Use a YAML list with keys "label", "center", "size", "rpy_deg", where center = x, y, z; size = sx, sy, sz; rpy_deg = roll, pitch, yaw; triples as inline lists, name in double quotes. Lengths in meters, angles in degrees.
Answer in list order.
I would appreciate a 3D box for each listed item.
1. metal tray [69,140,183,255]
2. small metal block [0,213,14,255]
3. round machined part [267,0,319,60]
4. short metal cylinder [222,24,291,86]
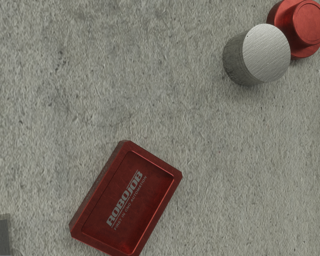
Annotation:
- label: "metal tray"
  center: [-0.041, 0.091, 0.391]
  size: [0.090, 0.030, 0.130]
  rpy_deg: [34, 79, -17]
- label: "small metal block"
  center: [-0.191, 0.125, 0.339]
  size: [0.050, 0.025, 0.050]
  rpy_deg: [-5, 92, -20]
- label: "round machined part"
  center: [0.219, -0.158, 0.481]
  size: [0.099, 0.042, 0.097]
  rpy_deg: [0, 90, -20]
- label: "short metal cylinder"
  center: [0.138, -0.103, 0.447]
  size: [0.081, 0.050, 0.080]
  rpy_deg: [0, 90, -20]
